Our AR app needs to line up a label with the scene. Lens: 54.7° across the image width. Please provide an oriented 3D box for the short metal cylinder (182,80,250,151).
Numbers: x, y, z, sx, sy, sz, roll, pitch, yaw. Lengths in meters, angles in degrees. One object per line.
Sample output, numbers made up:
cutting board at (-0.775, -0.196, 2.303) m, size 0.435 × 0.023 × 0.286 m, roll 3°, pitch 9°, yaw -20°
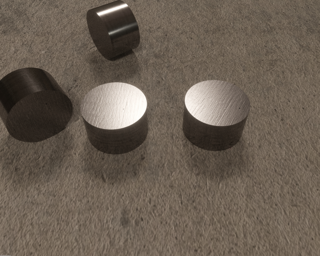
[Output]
short metal cylinder at (0.071, -0.017, 0.402) m, size 0.081 × 0.050 × 0.080 m, roll 0°, pitch 50°, yaw 0°

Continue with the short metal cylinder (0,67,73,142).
short metal cylinder at (-0.159, -0.028, 0.389) m, size 0.081 × 0.080 × 0.050 m, roll -29°, pitch 56°, yaw -22°

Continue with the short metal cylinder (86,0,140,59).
short metal cylinder at (-0.076, -0.158, 0.499) m, size 0.050 × 0.080 × 0.080 m, roll -29°, pitch 56°, yaw -23°

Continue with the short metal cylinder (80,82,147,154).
short metal cylinder at (-0.056, -0.013, 0.397) m, size 0.081 × 0.050 × 0.080 m, roll 0°, pitch 50°, yaw 0°
